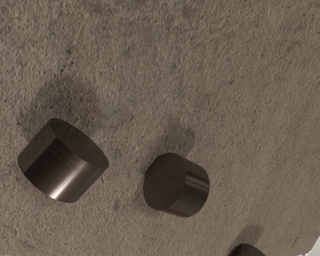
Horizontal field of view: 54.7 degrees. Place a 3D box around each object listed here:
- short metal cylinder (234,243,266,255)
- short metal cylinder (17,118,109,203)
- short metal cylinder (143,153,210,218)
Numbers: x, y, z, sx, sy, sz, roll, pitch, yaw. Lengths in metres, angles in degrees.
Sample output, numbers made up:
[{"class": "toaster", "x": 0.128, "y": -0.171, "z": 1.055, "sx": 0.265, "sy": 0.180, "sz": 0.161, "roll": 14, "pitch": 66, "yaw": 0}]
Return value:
[{"class": "short metal cylinder", "x": 0.197, "y": 0.298, "z": 0.667, "sx": 0.080, "sy": 0.080, "sz": 0.050, "roll": 20, "pitch": 107, "yaw": -36}, {"class": "short metal cylinder", "x": -0.103, "y": 0.034, "z": 0.337, "sx": 0.050, "sy": 0.080, "sz": 0.080, "roll": -47, "pitch": 130, "yaw": 5}, {"class": "short metal cylinder", "x": 0.022, "y": 0.080, "z": 0.435, "sx": 0.050, "sy": 0.080, "sz": 0.080, "roll": 29, "pitch": 102, "yaw": -38}]
